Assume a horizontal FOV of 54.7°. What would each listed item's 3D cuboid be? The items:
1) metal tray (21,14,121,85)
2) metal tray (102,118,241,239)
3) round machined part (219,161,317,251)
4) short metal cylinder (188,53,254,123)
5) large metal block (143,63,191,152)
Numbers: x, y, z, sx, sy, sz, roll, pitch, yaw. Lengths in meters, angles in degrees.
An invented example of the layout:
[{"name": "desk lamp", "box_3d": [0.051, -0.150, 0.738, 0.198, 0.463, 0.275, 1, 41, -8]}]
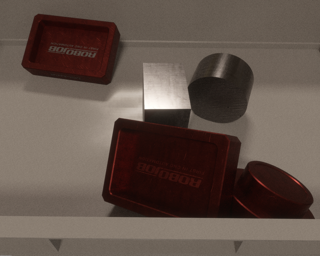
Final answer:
[{"name": "metal tray", "box_3d": [-0.135, -0.121, 0.475, 0.131, 0.030, 0.090, 9, 79, 6]}, {"name": "metal tray", "box_3d": [0.006, 0.043, 0.306, 0.130, 0.030, 0.089, 9, 89, 33]}, {"name": "round machined part", "box_3d": [0.109, 0.069, 0.308, 0.099, 0.042, 0.098, 20, 21, -8]}, {"name": "short metal cylinder", "box_3d": [0.080, -0.052, 0.415, 0.080, 0.080, 0.050, 16, 52, 12]}, {"name": "large metal block", "box_3d": [0.004, -0.025, 0.388, 0.050, 0.080, 0.080, -1, 49, -4]}]
